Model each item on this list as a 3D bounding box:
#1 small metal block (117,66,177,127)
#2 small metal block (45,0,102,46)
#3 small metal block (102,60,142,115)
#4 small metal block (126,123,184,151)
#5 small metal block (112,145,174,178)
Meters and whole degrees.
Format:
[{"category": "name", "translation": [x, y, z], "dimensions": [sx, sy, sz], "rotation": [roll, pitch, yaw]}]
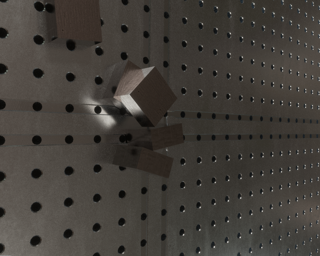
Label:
[{"category": "small metal block", "translation": [-0.014, -0.036, 0.367], "dimensions": [0.050, 0.025, 0.050], "rotation": [-53, 121, -27]}, {"category": "small metal block", "translation": [-0.093, -0.117, 0.333], "dimensions": [0.050, 0.025, 0.050], "rotation": [-7, 95, -40]}, {"category": "small metal block", "translation": [-0.036, -0.048, 0.381], "dimensions": [0.050, 0.025, 0.050], "rotation": [30, 71, -36]}, {"category": "small metal block", "translation": [-0.007, 0.010, 0.389], "dimensions": [0.050, 0.050, 0.025], "rotation": [-12, 98, -40]}, {"category": "small metal block", "translation": [-0.021, 0.041, 0.377], "dimensions": [0.050, 0.050, 0.025], "rotation": [24, 75, -38]}]
